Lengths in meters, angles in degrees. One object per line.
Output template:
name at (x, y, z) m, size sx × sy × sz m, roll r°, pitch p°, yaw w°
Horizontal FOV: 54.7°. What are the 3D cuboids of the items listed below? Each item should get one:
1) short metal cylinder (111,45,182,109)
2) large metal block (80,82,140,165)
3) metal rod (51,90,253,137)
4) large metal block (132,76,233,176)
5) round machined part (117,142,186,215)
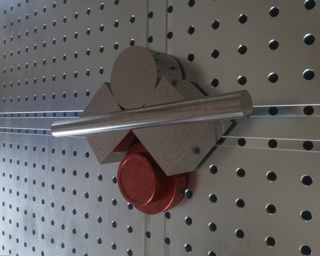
short metal cylinder at (-0.018, -0.062, 0.403) m, size 0.080 × 0.050 × 0.079 m, roll 0°, pitch 90°, yaw 40°
large metal block at (-0.063, -0.006, 0.439) m, size 0.080 × 0.050 × 0.080 m, roll -47°, pitch 64°, yaw 29°
metal rod at (-0.038, -0.010, 0.368) m, size 0.300 × 0.025 × 0.025 m, roll -6°, pitch 86°, yaw 40°
large metal block at (0.023, -0.003, 0.366) m, size 0.080 × 0.050 × 0.080 m, roll 50°, pitch 120°, yaw 28°
round machined part at (-0.018, 0.065, 0.408) m, size 0.098 × 0.042 × 0.097 m, roll 0°, pitch 90°, yaw 40°
